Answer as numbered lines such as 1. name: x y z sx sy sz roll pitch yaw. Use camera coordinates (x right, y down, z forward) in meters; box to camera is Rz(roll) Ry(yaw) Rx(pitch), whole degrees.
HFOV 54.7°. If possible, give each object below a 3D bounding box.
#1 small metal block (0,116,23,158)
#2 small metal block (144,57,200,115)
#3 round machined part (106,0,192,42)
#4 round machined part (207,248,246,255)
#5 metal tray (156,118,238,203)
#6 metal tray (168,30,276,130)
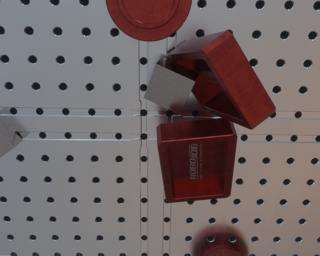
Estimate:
1. small metal block: -0.226 0.015 0.417 0.050 0.025 0.050 -33 107 11
2. small metal block: 0.014 -0.052 0.382 0.050 0.025 0.050 25 126 3
3. round machined part: -0.013 -0.148 0.350 0.099 0.042 0.097 0 110 0
4. round machined part: 0.103 0.232 0.491 0.099 0.042 0.097 0 110 0
5. metal tray: 0.047 0.046 0.400 0.091 0.030 0.129 -6 135 2
6. metal tray: 0.059 -0.053 0.336 0.030 0.130 0.090 -37 107 -3
